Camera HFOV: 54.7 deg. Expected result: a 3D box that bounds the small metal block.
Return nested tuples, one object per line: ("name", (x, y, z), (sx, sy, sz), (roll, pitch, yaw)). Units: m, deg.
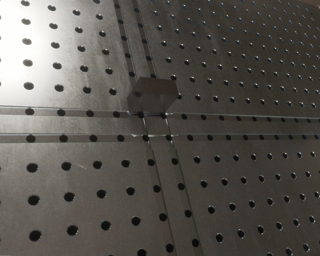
("small metal block", (-0.010, -0.041, 0.413), (0.050, 0.050, 0.025), (1, 62, -28))
